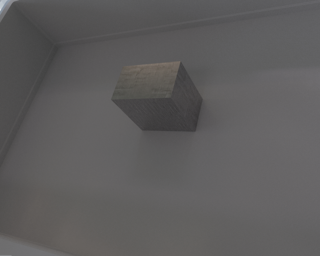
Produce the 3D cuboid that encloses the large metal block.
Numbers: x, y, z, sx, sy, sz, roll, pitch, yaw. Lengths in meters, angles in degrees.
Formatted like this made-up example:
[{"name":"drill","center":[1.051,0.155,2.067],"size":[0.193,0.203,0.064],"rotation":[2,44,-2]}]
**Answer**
[{"name":"large metal block","center":[-0.001,-0.037,0.394],"size":[0.080,0.080,0.050],"rotation":[1,62,29]}]
